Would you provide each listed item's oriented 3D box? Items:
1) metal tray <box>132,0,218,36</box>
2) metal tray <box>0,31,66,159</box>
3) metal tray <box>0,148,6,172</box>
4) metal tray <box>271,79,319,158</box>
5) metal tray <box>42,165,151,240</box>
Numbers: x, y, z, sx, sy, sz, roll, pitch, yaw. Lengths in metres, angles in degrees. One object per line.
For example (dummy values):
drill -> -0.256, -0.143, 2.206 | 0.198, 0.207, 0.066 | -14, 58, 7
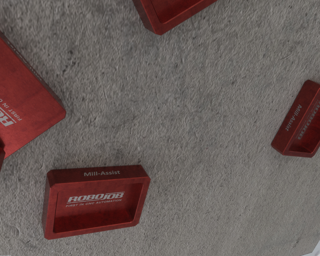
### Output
metal tray -> 0.028, -0.167, 0.315 | 0.130, 0.030, 0.090 | -34, 129, -6
metal tray -> -0.165, -0.037, 0.291 | 0.090, 0.030, 0.130 | -36, 129, -5
metal tray -> -0.225, 0.036, 0.279 | 0.131, 0.030, 0.090 | 26, 118, -30
metal tray -> 0.260, -0.012, 0.537 | 0.091, 0.030, 0.129 | 7, 115, -32
metal tray -> -0.085, 0.097, 0.417 | 0.131, 0.030, 0.089 | 1, 118, -29
